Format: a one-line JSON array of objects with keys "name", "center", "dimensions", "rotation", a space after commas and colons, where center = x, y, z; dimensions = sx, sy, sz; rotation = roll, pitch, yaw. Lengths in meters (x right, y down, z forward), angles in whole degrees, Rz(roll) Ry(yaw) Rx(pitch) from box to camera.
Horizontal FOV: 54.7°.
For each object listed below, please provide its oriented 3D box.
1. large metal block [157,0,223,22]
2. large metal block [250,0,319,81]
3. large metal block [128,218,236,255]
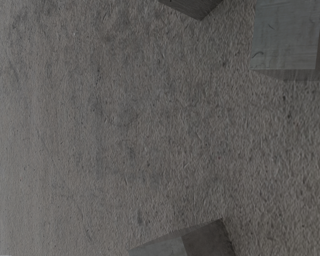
[{"name": "large metal block", "center": [0.041, -0.172, 0.335], "dimensions": [0.080, 0.081, 0.050], "rotation": [-36, 68, 34]}, {"name": "large metal block", "center": [0.122, -0.085, 0.268], "dimensions": [0.050, 0.081, 0.079], "rotation": [8, 95, 40]}, {"name": "large metal block", "center": [0.026, 0.144, 0.348], "dimensions": [0.080, 0.081, 0.050], "rotation": [-30, 72, 36]}]
